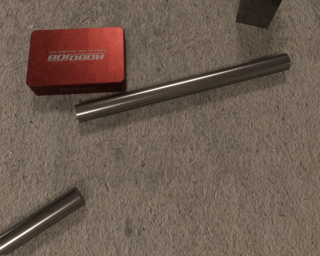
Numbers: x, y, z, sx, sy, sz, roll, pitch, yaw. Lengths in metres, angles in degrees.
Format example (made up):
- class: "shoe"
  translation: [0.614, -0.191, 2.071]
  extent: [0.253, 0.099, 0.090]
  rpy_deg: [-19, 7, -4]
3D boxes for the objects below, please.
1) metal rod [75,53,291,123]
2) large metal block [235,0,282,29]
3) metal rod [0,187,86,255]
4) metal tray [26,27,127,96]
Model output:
- class: "metal rod"
  translation: [0.035, -0.057, 0.429]
  extent: [0.302, 0.025, 0.025]
  rpy_deg: [-15, 71, -6]
- class: "large metal block"
  translation: [0.153, -0.209, 0.457]
  extent: [0.050, 0.080, 0.080]
  rpy_deg: [14, 71, 5]
- class: "metal rod"
  translation: [-0.222, 0.160, 0.346]
  extent: [0.301, 0.025, 0.025]
  rpy_deg: [-32, 74, -12]
- class: "metal tray"
  translation: [-0.115, -0.095, 0.439]
  extent: [0.131, 0.030, 0.090]
  rpy_deg: [-3, 70, -2]
